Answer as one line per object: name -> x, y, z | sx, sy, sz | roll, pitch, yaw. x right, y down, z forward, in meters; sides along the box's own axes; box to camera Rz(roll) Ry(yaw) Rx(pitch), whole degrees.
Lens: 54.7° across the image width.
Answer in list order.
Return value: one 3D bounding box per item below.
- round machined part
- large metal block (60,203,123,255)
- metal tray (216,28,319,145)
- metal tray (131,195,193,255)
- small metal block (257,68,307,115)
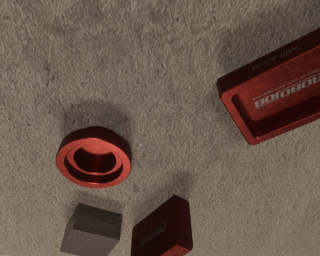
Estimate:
round machined part -> -0.087, 0.036, 0.426 | 0.099, 0.042, 0.097 | -1, 130, 0
large metal block -> -0.121, 0.185, 0.547 | 0.080, 0.050, 0.079 | 20, 127, -17
metal tray -> 0.140, -0.041, 0.338 | 0.130, 0.030, 0.090 | -26, 126, 20
metal tray -> -0.001, 0.184, 0.521 | 0.030, 0.090, 0.129 | 30, 124, -23
small metal block -> 0.144, -0.045, 0.371 | 0.050, 0.025, 0.050 | -17, 129, 13
